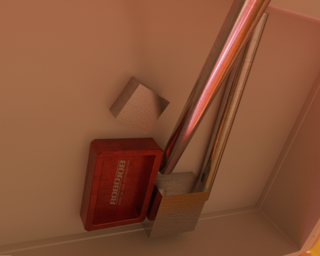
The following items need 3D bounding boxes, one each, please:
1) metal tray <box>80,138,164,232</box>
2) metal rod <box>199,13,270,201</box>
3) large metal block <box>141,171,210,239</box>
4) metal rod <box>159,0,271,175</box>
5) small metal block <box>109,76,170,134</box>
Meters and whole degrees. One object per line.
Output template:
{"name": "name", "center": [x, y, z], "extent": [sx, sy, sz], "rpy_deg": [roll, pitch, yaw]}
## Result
{"name": "metal tray", "center": [-0.054, 0.077, 0.424], "extent": [0.091, 0.030, 0.129], "rpy_deg": [-1, 119, -29]}
{"name": "metal rod", "center": [0.097, -0.016, 0.454], "extent": [0.025, 0.025, 0.298], "rpy_deg": [-3, 120, -27]}
{"name": "large metal block", "center": [0.018, 0.116, 0.476], "extent": [0.081, 0.050, 0.079], "rpy_deg": [1, 118, -29]}
{"name": "metal rod", "center": [0.041, -0.026, 0.334], "extent": [0.025, 0.025, 0.298], "rpy_deg": [-11, 150, -23]}
{"name": "small metal block", "center": [-0.025, -0.027, 0.380], "extent": [0.050, 0.025, 0.050], "rpy_deg": [28, 103, -38]}
